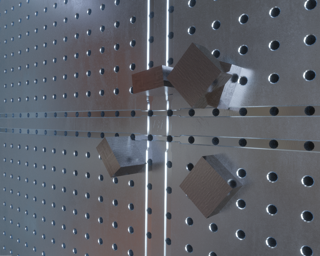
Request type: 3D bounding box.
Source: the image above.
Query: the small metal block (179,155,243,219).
[{"bbox_3d":[0.058,0.067,0.362,0.050,0.025,0.050,48,118,29],"label":"small metal block"}]

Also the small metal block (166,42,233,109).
[{"bbox_3d":[0.043,-0.057,0.342,0.050,0.025,0.050,-52,60,27],"label":"small metal block"}]

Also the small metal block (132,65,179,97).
[{"bbox_3d":[0.001,-0.058,0.394,0.050,0.050,0.025,-9,85,40],"label":"small metal block"}]

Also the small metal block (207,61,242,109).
[{"bbox_3d":[0.060,-0.054,0.361,0.050,0.025,0.050,27,107,37],"label":"small metal block"}]

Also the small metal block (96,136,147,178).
[{"bbox_3d":[-0.054,0.039,0.439,0.025,0.050,0.050,-47,62,30],"label":"small metal block"}]
